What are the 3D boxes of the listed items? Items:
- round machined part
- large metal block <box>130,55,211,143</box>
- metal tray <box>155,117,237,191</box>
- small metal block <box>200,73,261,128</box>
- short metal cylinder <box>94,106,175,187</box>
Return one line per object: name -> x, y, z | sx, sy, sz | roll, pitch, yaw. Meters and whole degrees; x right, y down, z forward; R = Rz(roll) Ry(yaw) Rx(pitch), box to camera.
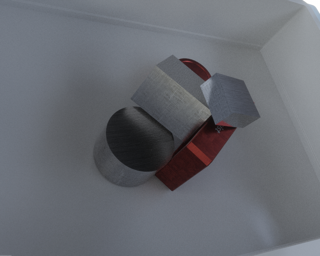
round machined part -> 0.039, -0.063, 0.453 | 0.099, 0.042, 0.098 | 14, 56, -21
large metal block -> 0.022, -0.039, 0.379 | 0.080, 0.050, 0.080 | 39, 26, -2
metal tray -> 0.057, 0.013, 0.386 | 0.030, 0.090, 0.131 | 44, 50, 2
small metal block -> 0.078, -0.029, 0.343 | 0.050, 0.025, 0.050 | 5, 58, -41
short metal cylinder -> -0.031, 0.022, 0.358 | 0.081, 0.050, 0.080 | 14, 56, -21
